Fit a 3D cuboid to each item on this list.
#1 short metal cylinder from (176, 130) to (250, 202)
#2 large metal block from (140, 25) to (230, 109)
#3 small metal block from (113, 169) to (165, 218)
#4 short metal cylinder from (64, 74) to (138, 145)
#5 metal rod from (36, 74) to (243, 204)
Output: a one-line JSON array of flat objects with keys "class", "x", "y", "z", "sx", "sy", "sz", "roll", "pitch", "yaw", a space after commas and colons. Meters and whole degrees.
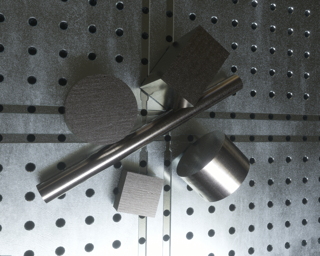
[{"class": "short metal cylinder", "x": 0.068, "y": 0.049, "z": 0.405, "sx": 0.050, "sy": 0.080, "sz": 0.080, "roll": 45, "pitch": 76, "yaw": -15}, {"class": "large metal block", "x": 0.028, "y": -0.071, "z": 0.390, "sx": 0.050, "sy": 0.080, "sz": 0.080, "roll": 38, "pitch": 78, "yaw": -16}, {"class": "small metal block", "x": -0.028, "y": 0.084, "z": 0.399, "sx": 0.050, "sy": 0.025, "sz": 0.050, "roll": 16, "pitch": 85, "yaw": -20}, {"class": "short metal cylinder", "x": -0.072, "y": -0.021, "z": 0.369, "sx": 0.081, "sy": 0.050, "sz": 0.079, "roll": 0, "pitch": 90, "yaw": -20}, {"class": "metal rod", "x": -0.013, "y": 0.005, "z": 0.405, "sx": 0.302, "sy": 0.025, "sz": 0.025, "roll": -30, "pitch": 100, "yaw": -18}]
